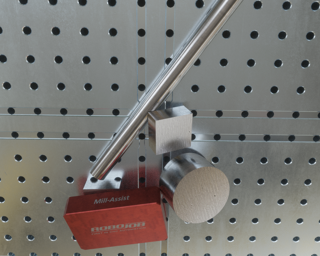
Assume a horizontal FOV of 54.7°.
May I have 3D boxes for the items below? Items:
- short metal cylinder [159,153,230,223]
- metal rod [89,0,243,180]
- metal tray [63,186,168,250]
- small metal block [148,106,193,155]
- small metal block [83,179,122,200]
[{"bbox_3d":[0.045,0.080,0.417,0.081,0.050,0.079,-6,108,-19],"label":"short metal cylinder"},{"bbox_3d":[0.001,-0.048,0.395,0.025,0.025,0.299,35,106,-12],"label":"metal rod"},{"bbox_3d":[-0.059,0.131,0.444,0.131,0.030,0.089,-8,128,2],"label":"metal tray"},{"bbox_3d":[0.013,0.003,0.401,0.050,0.025,0.050,-12,121,-20],"label":"small metal block"},{"bbox_3d":[-0.081,0.104,0.451,0.050,0.025,0.050,-1,110,0],"label":"small metal block"}]
